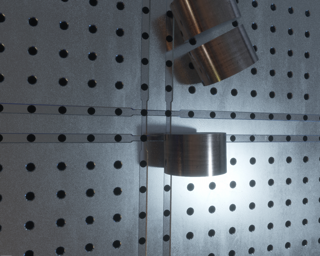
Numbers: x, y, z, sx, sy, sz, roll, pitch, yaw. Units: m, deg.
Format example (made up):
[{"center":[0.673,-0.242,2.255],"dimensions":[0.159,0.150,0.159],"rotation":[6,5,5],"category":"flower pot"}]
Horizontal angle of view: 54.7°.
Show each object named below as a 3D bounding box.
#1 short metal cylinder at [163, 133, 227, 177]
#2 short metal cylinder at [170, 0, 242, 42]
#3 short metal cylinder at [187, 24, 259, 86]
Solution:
[{"center":[0.045,0.032,0.400],"dimensions":[0.081,0.080,0.050],"rotation":[-1,91,-20],"category":"short metal cylinder"},{"center":[0.059,-0.152,0.405],"dimensions":[0.081,0.080,0.050],"rotation":[-26,99,-18],"category":"short metal cylinder"},{"center":[0.083,-0.097,0.414],"dimensions":[0.080,0.080,0.050],"rotation":[-31,100,-17],"category":"short metal cylinder"}]
